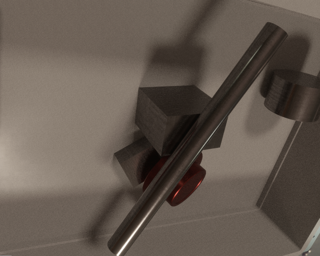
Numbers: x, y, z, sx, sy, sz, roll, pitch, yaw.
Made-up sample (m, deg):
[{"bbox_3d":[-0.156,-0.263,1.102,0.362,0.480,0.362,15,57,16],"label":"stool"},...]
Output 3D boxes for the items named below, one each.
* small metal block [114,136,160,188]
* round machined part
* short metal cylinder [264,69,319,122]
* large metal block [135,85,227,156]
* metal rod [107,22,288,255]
[{"bbox_3d":[-0.027,0.046,0.424,0.050,0.025,0.050,-30,129,-10],"label":"small metal block"},{"bbox_3d":[0.026,0.071,0.434,0.099,0.042,0.098,-37,152,-23],"label":"round machined part"},{"bbox_3d":[0.201,-0.049,0.455,0.081,0.080,0.050,-5,121,-26],"label":"short metal cylinder"},{"bbox_3d":[0.024,-0.013,0.380,0.081,0.080,0.050,-6,121,-26],"label":"large metal block"},{"bbox_3d":[0.033,0.022,0.337,0.025,0.025,0.299,26,104,-38],"label":"metal rod"}]
